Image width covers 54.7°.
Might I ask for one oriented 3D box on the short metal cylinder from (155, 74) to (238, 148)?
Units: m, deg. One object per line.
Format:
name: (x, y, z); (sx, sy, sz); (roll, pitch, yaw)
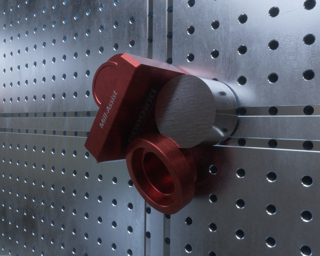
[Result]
short metal cylinder: (0.041, -0.018, 0.354); (0.080, 0.050, 0.079); (0, 90, 40)

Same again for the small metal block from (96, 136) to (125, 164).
small metal block: (-0.067, 0.022, 0.442); (0.025, 0.050, 0.050); (-19, 78, 38)

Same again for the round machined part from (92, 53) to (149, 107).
round machined part: (-0.059, -0.058, 0.441); (0.098, 0.042, 0.097); (0, 90, 40)

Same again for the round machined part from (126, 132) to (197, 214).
round machined part: (0.006, 0.050, 0.373); (0.098, 0.042, 0.097); (29, 131, 38)

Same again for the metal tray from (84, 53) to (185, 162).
metal tray: (-0.030, -0.021, 0.386); (0.030, 0.091, 0.129); (40, 114, 33)
